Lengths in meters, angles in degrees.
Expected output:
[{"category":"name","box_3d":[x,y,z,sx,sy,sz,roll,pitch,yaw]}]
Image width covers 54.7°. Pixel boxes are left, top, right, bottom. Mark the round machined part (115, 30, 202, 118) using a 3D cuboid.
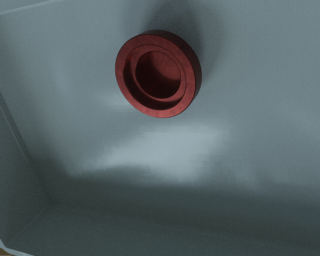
[{"category":"round machined part","box_3d":[0.002,-0.064,0.356,0.098,0.042,0.097,13,124,20]}]
